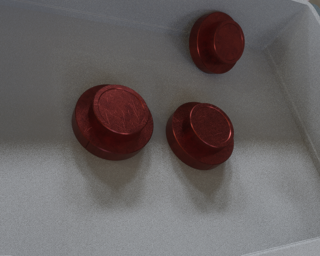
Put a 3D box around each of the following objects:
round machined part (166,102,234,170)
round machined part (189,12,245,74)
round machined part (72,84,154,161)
[{"bbox_3d":[0.061,0.005,0.424,0.099,0.042,0.098,14,56,-21],"label":"round machined part"},{"bbox_3d":[0.098,-0.137,0.500,0.099,0.042,0.097,-6,101,-34],"label":"round machined part"},{"bbox_3d":[-0.053,-0.013,0.374,0.099,0.042,0.098,14,56,-21],"label":"round machined part"}]
